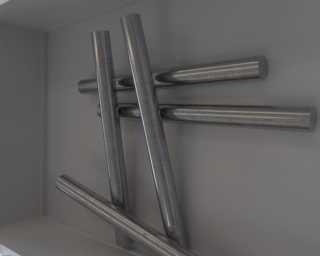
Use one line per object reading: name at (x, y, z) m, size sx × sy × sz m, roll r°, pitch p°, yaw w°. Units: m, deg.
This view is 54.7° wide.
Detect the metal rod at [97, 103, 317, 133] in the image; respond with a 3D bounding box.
metal rod at (0.027, -0.018, 0.384) m, size 0.300 × 0.025 × 0.025 m, roll 5°, pitch 93°, yaw 39°

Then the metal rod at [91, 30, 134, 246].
metal rod at (-0.066, 0.018, 0.434) m, size 0.025 × 0.025 × 0.298 m, roll -1°, pitch 98°, yaw 40°

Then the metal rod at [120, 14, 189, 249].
metal rod at (-0.006, 0.011, 0.383) m, size 0.025 × 0.025 × 0.298 m, roll -10°, pitch 92°, yaw 39°

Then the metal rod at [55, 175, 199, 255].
metal rod at (-0.036, 0.126, 0.396) m, size 0.300 × 0.025 × 0.025 m, roll 20°, pitch 103°, yaw 35°

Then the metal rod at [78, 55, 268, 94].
metal rod at (-0.009, -0.065, 0.414) m, size 0.300 × 0.025 × 0.025 m, roll 1°, pitch 91°, yaw 40°
